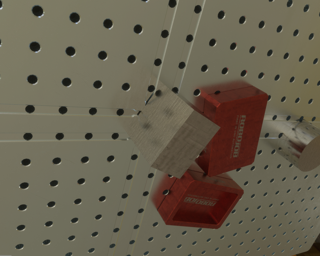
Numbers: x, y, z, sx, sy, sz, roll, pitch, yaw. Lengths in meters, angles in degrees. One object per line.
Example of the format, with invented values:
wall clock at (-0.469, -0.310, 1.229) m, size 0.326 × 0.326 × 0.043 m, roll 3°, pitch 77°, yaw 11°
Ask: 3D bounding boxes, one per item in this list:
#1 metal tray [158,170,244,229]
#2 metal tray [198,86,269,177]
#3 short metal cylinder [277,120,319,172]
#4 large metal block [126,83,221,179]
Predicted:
metal tray at (0.072, 0.125, 0.526) m, size 0.131 × 0.030 × 0.090 m, roll 18°, pitch 109°, yaw -36°
metal tray at (0.110, 0.007, 0.475) m, size 0.091 × 0.030 × 0.129 m, roll -13°, pitch 124°, yaw -22°
short metal cylinder at (0.263, 0.032, 0.562) m, size 0.081 × 0.050 × 0.079 m, roll -14°, pitch 124°, yaw -21°
large metal block at (0.013, 0.002, 0.386) m, size 0.050 × 0.080 × 0.080 m, roll 29°, pitch 102°, yaw -38°
